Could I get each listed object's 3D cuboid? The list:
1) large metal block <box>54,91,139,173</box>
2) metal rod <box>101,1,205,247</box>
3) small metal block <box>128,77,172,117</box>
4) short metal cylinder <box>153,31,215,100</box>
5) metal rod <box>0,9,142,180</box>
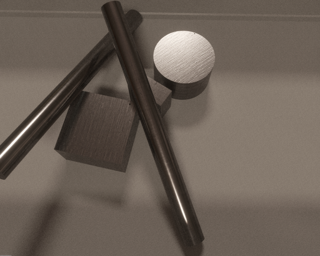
[{"bbox_3d":[-0.075,0.005,0.394,0.080,0.050,0.080,12,70,4],"label":"large metal block"},{"bbox_3d":[-0.010,-0.008,0.370,0.025,0.025,0.299,-19,87,-7],"label":"metal rod"},{"bbox_3d":[-0.013,-0.042,0.411,0.050,0.050,0.025,32,73,11],"label":"small metal block"},{"bbox_3d":[0.032,-0.086,0.428,0.081,0.050,0.080,0,70,0],"label":"short metal cylinder"},{"bbox_3d":[-0.098,-0.064,0.383,0.025,0.025,0.301,24,53,8],"label":"metal rod"}]
